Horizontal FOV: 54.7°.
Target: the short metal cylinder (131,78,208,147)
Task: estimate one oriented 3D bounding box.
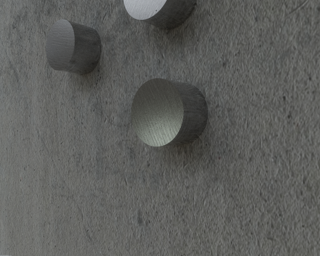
[{"bbox_3d":[0.011,-0.018,0.380,0.080,0.050,0.080,0,90,40],"label":"short metal cylinder"}]

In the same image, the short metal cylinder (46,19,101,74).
[{"bbox_3d":[-0.142,-0.131,0.506,0.080,0.050,0.080,0,90,40],"label":"short metal cylinder"}]

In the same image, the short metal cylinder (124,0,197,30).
[{"bbox_3d":[0.000,-0.170,0.389,0.080,0.050,0.080,0,90,40],"label":"short metal cylinder"}]
